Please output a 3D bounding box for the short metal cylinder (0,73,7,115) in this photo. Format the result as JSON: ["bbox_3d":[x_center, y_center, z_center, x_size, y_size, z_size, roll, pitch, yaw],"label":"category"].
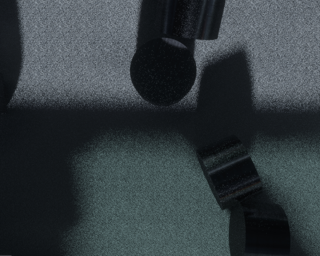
[{"bbox_3d":[-0.236,-0.040,0.382,0.080,0.080,0.050,-6,90,0],"label":"short metal cylinder"}]

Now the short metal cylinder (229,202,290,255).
[{"bbox_3d":[0.120,0.133,0.385,0.050,0.080,0.080,5,90,0],"label":"short metal cylinder"}]

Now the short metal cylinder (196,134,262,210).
[{"bbox_3d":[0.084,0.054,0.384,0.050,0.080,0.080,-23,90,0],"label":"short metal cylinder"}]

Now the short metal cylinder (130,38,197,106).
[{"bbox_3d":[0.004,-0.069,0.399,0.081,0.050,0.080,0,90,0],"label":"short metal cylinder"}]

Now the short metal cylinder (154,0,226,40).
[{"bbox_3d":[0.036,-0.142,0.377,0.080,0.080,0.050,9,116,0],"label":"short metal cylinder"}]
